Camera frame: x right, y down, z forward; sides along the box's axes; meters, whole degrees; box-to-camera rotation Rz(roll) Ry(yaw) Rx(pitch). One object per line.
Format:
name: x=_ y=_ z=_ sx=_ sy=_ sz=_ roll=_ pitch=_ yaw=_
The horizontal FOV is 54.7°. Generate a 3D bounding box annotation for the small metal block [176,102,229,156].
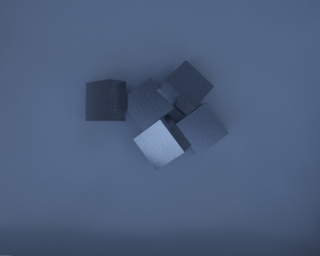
small metal block: x=0.054 y=0.001 z=0.410 sx=0.050 sy=0.025 sz=0.050 roll=-36 pitch=90 yaw=0

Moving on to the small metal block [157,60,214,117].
small metal block: x=0.033 y=-0.051 z=0.399 sx=0.050 sy=0.025 sz=0.050 roll=43 pitch=55 yaw=-1

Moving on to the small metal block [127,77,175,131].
small metal block: x=-0.017 y=-0.030 z=0.409 sx=0.050 sy=0.025 sz=0.050 roll=-38 pitch=91 yaw=0

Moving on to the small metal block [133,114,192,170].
small metal block: x=0.003 y=0.018 z=0.398 sx=0.050 sy=0.025 sz=0.050 roll=-36 pitch=90 yaw=31

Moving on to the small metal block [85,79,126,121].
small metal block: x=-0.070 y=-0.034 z=0.395 sx=0.050 sy=0.025 sz=0.050 roll=0 pitch=90 yaw=43
